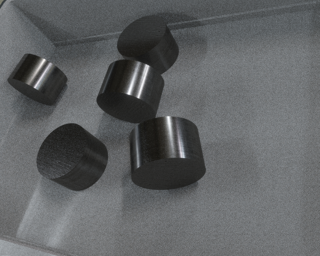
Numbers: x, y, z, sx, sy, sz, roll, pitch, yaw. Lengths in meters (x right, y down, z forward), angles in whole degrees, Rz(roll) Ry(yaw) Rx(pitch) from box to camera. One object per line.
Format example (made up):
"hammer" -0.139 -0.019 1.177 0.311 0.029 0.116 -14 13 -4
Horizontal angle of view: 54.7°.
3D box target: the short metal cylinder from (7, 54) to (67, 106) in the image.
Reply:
"short metal cylinder" -0.206 -0.081 0.525 0.080 0.080 0.050 12 68 33

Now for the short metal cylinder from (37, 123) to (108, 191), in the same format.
"short metal cylinder" -0.119 0.040 0.426 0.080 0.050 0.080 -13 56 20

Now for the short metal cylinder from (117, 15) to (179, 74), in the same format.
"short metal cylinder" -0.018 -0.124 0.474 0.080 0.050 0.080 -13 56 20

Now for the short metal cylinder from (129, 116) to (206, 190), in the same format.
"short metal cylinder" 0.007 0.030 0.347 0.080 0.080 0.050 -18 55 17

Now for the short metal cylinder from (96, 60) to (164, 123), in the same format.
"short metal cylinder" -0.039 -0.047 0.418 0.080 0.080 0.050 1 62 28
